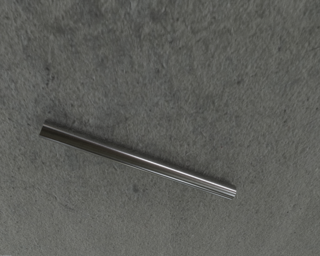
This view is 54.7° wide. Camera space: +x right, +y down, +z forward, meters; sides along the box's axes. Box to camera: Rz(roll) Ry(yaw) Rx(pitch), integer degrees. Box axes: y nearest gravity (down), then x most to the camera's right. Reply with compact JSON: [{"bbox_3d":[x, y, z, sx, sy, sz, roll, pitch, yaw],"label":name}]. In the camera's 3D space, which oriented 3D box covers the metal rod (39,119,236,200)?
[{"bbox_3d":[-0.020,0.052,0.450,0.302,0.025,0.025,21,127,-18],"label":"metal rod"}]
